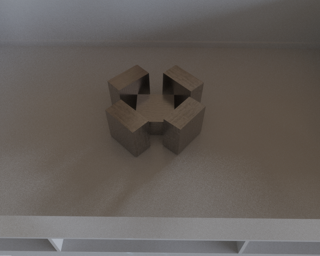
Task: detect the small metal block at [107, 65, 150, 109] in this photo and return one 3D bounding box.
[{"bbox_3d":[-0.041,-0.052,0.429,0.050,0.050,0.025,-35,58,-25],"label":"small metal block"}]

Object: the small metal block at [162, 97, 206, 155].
[{"bbox_3d":[0.030,-0.003,0.388,0.025,0.050,0.050,34,57,24],"label":"small metal block"}]

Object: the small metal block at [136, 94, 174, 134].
[{"bbox_3d":[-0.006,-0.019,0.418,0.050,0.025,0.050,1,50,0],"label":"small metal block"}]

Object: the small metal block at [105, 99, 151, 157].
[{"bbox_3d":[-0.039,0.001,0.386,0.025,0.050,0.050,-38,59,-26],"label":"small metal block"}]

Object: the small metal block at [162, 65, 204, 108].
[{"bbox_3d":[0.030,-0.051,0.429,0.025,0.050,0.050,-37,60,-28],"label":"small metal block"}]
